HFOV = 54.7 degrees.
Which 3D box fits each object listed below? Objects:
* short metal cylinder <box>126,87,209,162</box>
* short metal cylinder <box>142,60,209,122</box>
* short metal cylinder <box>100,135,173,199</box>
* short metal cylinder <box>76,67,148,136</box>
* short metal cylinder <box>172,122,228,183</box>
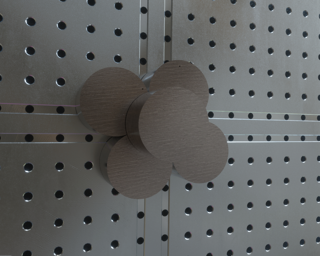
[{"bbox_3d":[0.007,-0.004,0.348,0.081,0.050,0.079,-1,92,-21],"label":"short metal cylinder"},{"bbox_3d":[0.016,-0.044,0.406,0.081,0.050,0.079,0,90,-21],"label":"short metal cylinder"},{"bbox_3d":[-0.031,0.044,0.388,0.081,0.050,0.079,0,90,-21],"label":"short metal cylinder"},{"bbox_3d":[-0.059,-0.030,0.377,0.081,0.050,0.079,0,90,-21],"label":"short metal cylinder"},{"bbox_3d":[0.044,0.030,0.416,0.081,0.050,0.079,0,90,-21],"label":"short metal cylinder"}]
